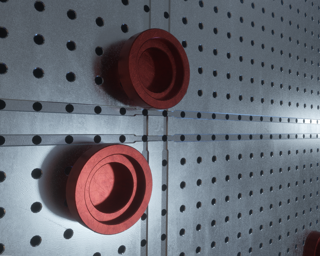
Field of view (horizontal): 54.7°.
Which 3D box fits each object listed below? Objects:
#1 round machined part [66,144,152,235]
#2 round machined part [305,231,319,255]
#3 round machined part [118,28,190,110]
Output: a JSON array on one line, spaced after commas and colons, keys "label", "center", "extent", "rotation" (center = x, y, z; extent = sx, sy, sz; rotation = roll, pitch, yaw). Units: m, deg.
[{"label": "round machined part", "center": [-0.060, 0.066, 0.350], "extent": [0.099, 0.042, 0.097], "rotation": [0, 90, -40]}, {"label": "round machined part", "center": [0.384, 0.297, 0.726], "extent": [0.099, 0.042, 0.097], "rotation": [0, 90, -40]}, {"label": "round machined part", "center": [-0.011, -0.071, 0.390], "extent": [0.099, 0.042, 0.097], "rotation": [0, 90, -40]}]
